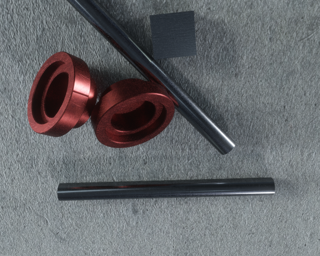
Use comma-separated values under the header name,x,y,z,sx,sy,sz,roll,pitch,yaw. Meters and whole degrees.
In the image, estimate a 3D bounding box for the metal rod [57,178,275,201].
name,x,y,z,sx,sy,sz,roll,pitch,yaw
metal rod,0.009,0.087,0.441,0.302,0.025,0.025,-2,110,0

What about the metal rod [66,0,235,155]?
name,x,y,z,sx,sy,sz,roll,pitch,yaw
metal rod,-0.013,-0.073,0.382,0.025,0.025,0.300,-43,105,14

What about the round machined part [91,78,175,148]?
name,x,y,z,sx,sy,sz,roll,pitch,yaw
round machined part,-0.035,-0.022,0.375,0.099,0.042,0.098,-19,148,-12

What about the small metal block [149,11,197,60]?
name,x,y,z,sx,sy,sz,roll,pitch,yaw
small metal block,0.016,-0.111,0.369,0.050,0.025,0.050,-6,110,2

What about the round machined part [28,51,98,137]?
name,x,y,z,sx,sy,sz,roll,pitch,yaw
round machined part,-0.112,-0.037,0.367,0.042,0.098,0.098,19,114,-46
